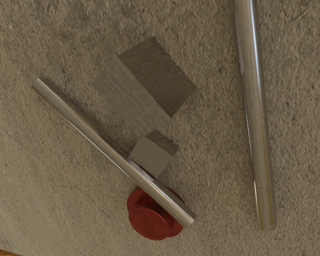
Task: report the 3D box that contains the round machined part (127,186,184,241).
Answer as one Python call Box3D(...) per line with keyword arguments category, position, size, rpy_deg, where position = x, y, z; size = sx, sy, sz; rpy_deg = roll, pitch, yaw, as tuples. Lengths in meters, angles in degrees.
Box3D(category="round machined part", position=(-0.010, 0.136, 0.483), size=(0.098, 0.042, 0.097), rpy_deg=(13, 124, 20))

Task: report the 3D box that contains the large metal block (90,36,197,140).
Box3D(category="large metal block", position=(-0.015, -0.047, 0.349), size=(0.080, 0.080, 0.050), rpy_deg=(49, 128, -7))

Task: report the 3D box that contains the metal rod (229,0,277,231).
Box3D(category="metal rod", position=(0.108, -0.004, 0.347), size=(0.025, 0.025, 0.298), rpy_deg=(0, 119, 28))

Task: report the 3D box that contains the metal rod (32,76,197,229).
Box3D(category="metal rod", position=(-0.068, 0.033, 0.447), size=(0.300, 0.025, 0.025), rpy_deg=(42, 129, 4))

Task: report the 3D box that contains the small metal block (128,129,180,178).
Box3D(category="small metal block", position=(-0.009, 0.033, 0.430), size=(0.050, 0.025, 0.050), rpy_deg=(36, 129, 3))
